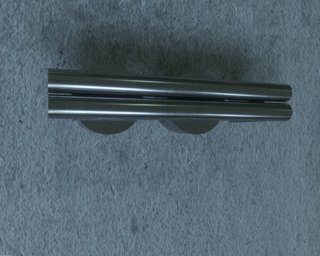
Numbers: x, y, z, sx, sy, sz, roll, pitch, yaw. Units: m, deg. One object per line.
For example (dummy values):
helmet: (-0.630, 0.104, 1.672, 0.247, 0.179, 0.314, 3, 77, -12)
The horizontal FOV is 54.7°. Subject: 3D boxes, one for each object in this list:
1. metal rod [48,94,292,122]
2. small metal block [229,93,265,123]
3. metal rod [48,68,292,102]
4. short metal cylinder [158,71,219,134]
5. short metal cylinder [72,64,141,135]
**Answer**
metal rod: (0.028, -0.022, 0.367, 0.302, 0.025, 0.025, 0, 90, -20)
small metal block: (0.123, -0.033, 0.444, 0.025, 0.050, 0.050, -2, 90, -20)
metal rod: (0.028, -0.048, 0.367, 0.302, 0.025, 0.025, 0, 90, -20)
short metal cylinder: (0.038, -0.032, 0.412, 0.081, 0.050, 0.080, 0, 90, -20)
short metal cylinder: (-0.066, -0.033, 0.372, 0.081, 0.050, 0.080, 0, 90, -20)
